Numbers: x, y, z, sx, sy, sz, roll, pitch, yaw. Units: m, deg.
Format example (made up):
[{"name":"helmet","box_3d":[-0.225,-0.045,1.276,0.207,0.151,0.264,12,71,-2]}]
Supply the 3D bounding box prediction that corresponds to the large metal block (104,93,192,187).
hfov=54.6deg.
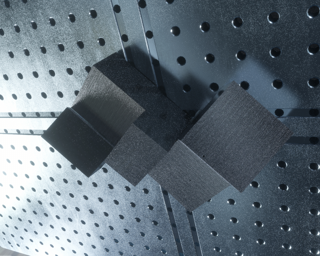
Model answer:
[{"name":"large metal block","box_3d":[-0.014,0.014,0.392,0.050,0.080,0.080,40,129,-1]}]

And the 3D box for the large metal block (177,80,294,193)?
[{"name":"large metal block","box_3d":[0.077,0.009,0.333,0.080,0.050,0.080,41,89,-1]}]

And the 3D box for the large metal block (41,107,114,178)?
[{"name":"large metal block","box_3d":[-0.104,0.018,0.433,0.080,0.080,0.050,41,91,-1]}]

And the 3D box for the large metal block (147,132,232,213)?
[{"name":"large metal block","box_3d":[0.042,0.050,0.404,0.080,0.050,0.080,43,129,1]}]

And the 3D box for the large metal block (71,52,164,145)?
[{"name":"large metal block","box_3d":[-0.056,-0.036,0.403,0.080,0.050,0.080,41,131,-1]}]
